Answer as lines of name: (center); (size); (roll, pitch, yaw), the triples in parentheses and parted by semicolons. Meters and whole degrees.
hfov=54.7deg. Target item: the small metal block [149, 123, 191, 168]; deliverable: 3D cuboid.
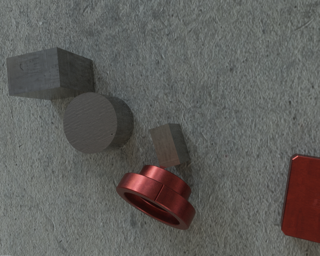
small metal block: (0.014, 0.022, 0.390); (0.025, 0.050, 0.050); (-18, 84, 19)

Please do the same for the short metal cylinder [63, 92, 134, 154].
short metal cylinder: (-0.083, -0.007, 0.424); (0.080, 0.050, 0.079); (0, 90, 19)

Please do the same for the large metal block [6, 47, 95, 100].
large metal block: (-0.149, -0.071, 0.431); (0.080, 0.080, 0.050); (-6, 88, 19)

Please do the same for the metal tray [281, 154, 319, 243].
metal tray: (0.206, 0.083, 0.334); (0.130, 0.030, 0.089); (9, 93, 19)

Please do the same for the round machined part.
round machined part: (-0.001, 0.081, 0.379); (0.098, 0.098, 0.042); (22, 64, 18)
